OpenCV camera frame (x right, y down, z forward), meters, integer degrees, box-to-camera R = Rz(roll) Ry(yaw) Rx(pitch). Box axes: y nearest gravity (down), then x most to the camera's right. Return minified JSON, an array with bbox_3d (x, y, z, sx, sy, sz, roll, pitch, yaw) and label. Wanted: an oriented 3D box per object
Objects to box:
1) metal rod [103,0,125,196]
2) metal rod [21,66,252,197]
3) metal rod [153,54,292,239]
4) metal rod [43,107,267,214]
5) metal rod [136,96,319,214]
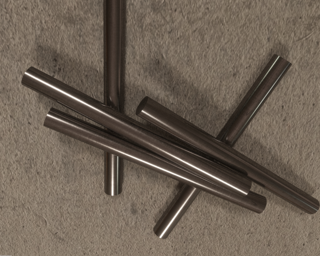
[{"bbox_3d":[-0.058,-0.050,0.390,0.025,0.025,0.298,3,110,-2],"label":"metal rod"},{"bbox_3d":[-0.024,0.008,0.380,0.301,0.025,0.025,28,108,-5],"label":"metal rod"},{"bbox_3d":[0.076,0.037,0.424,0.025,0.025,0.298,29,107,-11],"label":"metal rod"},{"bbox_3d":[0.001,0.046,0.398,0.302,0.025,0.025,23,108,-9],"label":"metal rod"},{"bbox_3d":[0.102,0.045,0.403,0.301,0.025,0.025,30,107,-21],"label":"metal rod"}]
